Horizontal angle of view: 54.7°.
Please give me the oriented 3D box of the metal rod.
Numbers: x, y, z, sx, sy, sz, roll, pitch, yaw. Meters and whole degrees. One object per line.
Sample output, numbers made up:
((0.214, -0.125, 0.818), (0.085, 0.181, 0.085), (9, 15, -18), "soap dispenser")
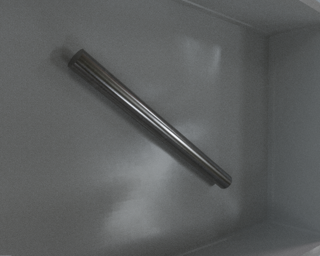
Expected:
((0.007, 0.005, 0.412), (0.301, 0.025, 0.025), (40, 66, -33), "metal rod")
